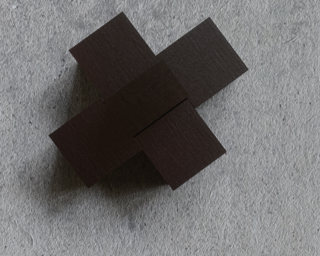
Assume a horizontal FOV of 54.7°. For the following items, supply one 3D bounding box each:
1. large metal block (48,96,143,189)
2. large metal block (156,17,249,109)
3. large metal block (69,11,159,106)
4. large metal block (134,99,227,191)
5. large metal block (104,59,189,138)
[{"bbox_3d":[-0.078,0.017,0.397,0.080,0.050,0.080,-36,90,0],"label":"large metal block"},{"bbox_3d":[0.051,-0.079,0.398,0.080,0.050,0.080,-36,90,0],"label":"large metal block"},{"bbox_3d":[-0.054,-0.085,0.397,0.080,0.050,0.080,-36,90,0],"label":"large metal block"},{"bbox_3d":[0.025,0.020,0.398,0.080,0.050,0.080,-36,90,0],"label":"large metal block"},{"bbox_3d":[-0.015,-0.033,0.383,0.080,0.080,0.050,-36,90,0],"label":"large metal block"}]
